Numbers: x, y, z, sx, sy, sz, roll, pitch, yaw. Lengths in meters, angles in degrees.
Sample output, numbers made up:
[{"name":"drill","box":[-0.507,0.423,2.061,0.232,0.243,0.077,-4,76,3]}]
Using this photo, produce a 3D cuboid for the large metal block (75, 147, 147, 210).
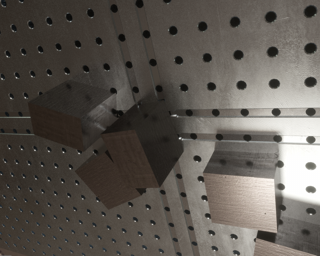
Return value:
[{"name":"large metal block","box":[-0.067,0.068,0.471,0.080,0.050,0.080,-31,101,37]}]

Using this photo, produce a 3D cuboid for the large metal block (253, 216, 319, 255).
[{"name":"large metal block","box":[0.168,0.165,0.408,0.080,0.050,0.079,10,123,22]}]

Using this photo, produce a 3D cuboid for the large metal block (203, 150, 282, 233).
[{"name":"large metal block","box":[0.105,0.077,0.387,0.080,0.050,0.079,1,119,27]}]

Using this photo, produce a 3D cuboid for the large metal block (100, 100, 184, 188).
[{"name":"large metal block","box":[-0.019,0.020,0.397,0.050,0.080,0.080,-8,115,31]}]

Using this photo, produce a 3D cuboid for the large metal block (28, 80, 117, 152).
[{"name":"large metal block","box":[-0.115,-0.020,0.422,0.080,0.080,0.050,16,125,18]}]
